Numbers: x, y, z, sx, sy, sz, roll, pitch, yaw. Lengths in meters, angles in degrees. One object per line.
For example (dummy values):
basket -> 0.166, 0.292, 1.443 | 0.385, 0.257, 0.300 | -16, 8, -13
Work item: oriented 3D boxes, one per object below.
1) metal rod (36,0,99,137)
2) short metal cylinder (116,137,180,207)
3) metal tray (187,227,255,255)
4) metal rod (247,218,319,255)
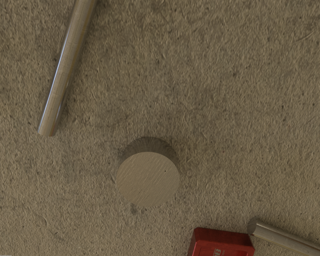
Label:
metal rod -> -0.094, -0.124, 0.362 | 0.025, 0.025, 0.298 | 21, 109, -8
short metal cylinder -> -0.015, 0.058, 0.418 | 0.081, 0.050, 0.079 | 0, 110, -1
metal tray -> 0.087, 0.224, 0.491 | 0.091, 0.030, 0.129 | 9, 110, -4
metal rod -> 0.275, 0.208, 0.490 | 0.302, 0.025, 0.025 | 23, 108, -9
